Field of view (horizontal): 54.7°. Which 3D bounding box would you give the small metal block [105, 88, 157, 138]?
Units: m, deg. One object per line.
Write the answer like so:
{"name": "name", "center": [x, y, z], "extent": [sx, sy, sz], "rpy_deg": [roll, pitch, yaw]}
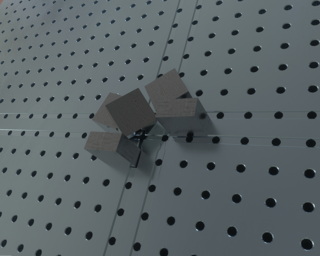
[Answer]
{"name": "small metal block", "center": [-0.038, -0.018, 0.415], "extent": [0.050, 0.025, 0.050], "rpy_deg": [-30, 82, -13]}

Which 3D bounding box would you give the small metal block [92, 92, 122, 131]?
{"name": "small metal block", "center": [-0.062, -0.020, 0.452], "extent": [0.050, 0.025, 0.050], "rpy_deg": [19, 72, 35]}

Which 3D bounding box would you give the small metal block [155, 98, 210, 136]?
{"name": "small metal block", "center": [0.029, -0.012, 0.383], "extent": [0.050, 0.050, 0.025], "rpy_deg": [-1, 62, 27]}

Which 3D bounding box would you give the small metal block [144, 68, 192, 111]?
{"name": "small metal block", "center": [0.013, -0.047, 0.430], "extent": [0.050, 0.025, 0.050], "rpy_deg": [-30, 52, 8]}

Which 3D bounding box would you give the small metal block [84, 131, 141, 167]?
{"name": "small metal block", "center": [-0.061, 0.028, 0.406], "extent": [0.050, 0.050, 0.025], "rpy_deg": [2, 63, 29]}
